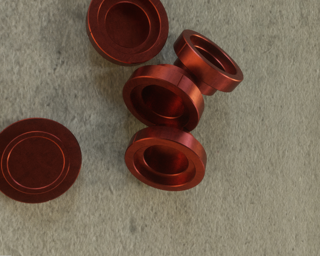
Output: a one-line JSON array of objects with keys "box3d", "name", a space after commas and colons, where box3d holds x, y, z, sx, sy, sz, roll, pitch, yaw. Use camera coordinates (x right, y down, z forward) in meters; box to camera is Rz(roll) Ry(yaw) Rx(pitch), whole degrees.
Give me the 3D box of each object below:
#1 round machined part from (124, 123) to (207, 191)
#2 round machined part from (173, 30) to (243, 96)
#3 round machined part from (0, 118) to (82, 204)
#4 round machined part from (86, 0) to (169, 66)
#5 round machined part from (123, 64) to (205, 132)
[{"box3d": [0.009, 0.032, 0.385, 0.098, 0.098, 0.042, 36, 43, -17], "name": "round machined part"}, {"box3d": [0.057, -0.080, 0.403, 0.098, 0.098, 0.042, 29, 123, -18], "name": "round machined part"}, {"box3d": [-0.139, 0.037, 0.349, 0.099, 0.042, 0.097, 0, 90, -21], "name": "round machined part"}, {"box3d": [-0.042, -0.125, 0.385, 0.099, 0.042, 0.097, 0, 90, -21], "name": "round machined part"}, {"box3d": [0.008, -0.039, 0.378, 0.098, 0.098, 0.042, 38, 55, -17], "name": "round machined part"}]
